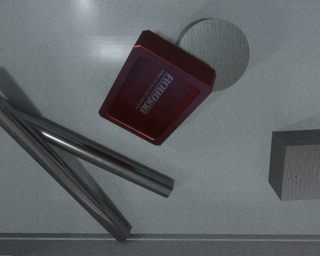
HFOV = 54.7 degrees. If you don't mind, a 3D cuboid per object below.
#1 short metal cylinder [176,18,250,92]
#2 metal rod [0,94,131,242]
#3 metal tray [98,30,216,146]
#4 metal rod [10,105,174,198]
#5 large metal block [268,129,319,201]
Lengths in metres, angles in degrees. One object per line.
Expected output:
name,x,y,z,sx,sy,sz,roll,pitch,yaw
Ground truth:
short metal cylinder,0.059,-0.088,0.367,0.081,0.050,0.079,0,110,-1
metal rod,-0.135,0.053,0.409,0.025,0.025,0.299,-31,115,10
metal tray,-0.008,-0.038,0.359,0.090,0.030,0.129,29,140,-11
metal rod,-0.118,0.022,0.417,0.301,0.025,0.025,27,108,-10
large metal block,0.198,0.049,0.419,0.081,0.050,0.079,-3,110,0
